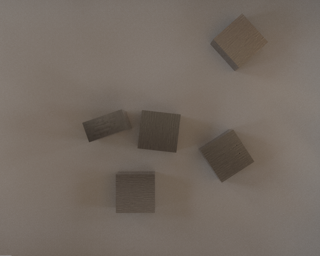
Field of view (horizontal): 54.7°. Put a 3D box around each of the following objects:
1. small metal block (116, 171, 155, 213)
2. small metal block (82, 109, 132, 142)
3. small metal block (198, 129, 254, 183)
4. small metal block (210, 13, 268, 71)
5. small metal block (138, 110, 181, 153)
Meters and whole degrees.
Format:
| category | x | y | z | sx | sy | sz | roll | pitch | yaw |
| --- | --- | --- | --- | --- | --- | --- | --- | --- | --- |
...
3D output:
| category | x | y | z | sx | sy | sz | roll | pitch | yaw |
| --- | --- | --- | --- | --- | --- | --- | --- | --- | --- |
| small metal block | -0.032 | 0.084 | 0.411 | 0.050 | 0.025 | 0.050 | 0 | 90 | 0 |
| small metal block | -0.066 | -0.003 | 0.398 | 0.050 | 0.050 | 0.025 | -19 | 90 | 0 |
| small metal block | 0.087 | 0.036 | 0.412 | 0.050 | 0.025 | 0.050 | -33 | 90 | 0 |
| small metal block | 0.104 | -0.113 | 0.412 | 0.050 | 0.025 | 0.050 | -42 | 90 | 0 |
| small metal block | -0.001 | 0.004 | 0.411 | 0.050 | 0.025 | 0.050 | 7 | 90 | 0 |
